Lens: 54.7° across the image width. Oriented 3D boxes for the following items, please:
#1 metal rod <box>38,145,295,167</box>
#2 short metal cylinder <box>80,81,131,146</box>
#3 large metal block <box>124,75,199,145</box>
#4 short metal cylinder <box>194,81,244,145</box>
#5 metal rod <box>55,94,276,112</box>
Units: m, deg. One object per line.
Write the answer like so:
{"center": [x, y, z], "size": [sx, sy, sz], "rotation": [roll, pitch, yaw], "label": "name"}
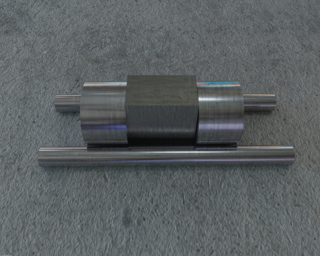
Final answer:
{"center": [0.008, 0.034, 0.376], "size": [0.302, 0.025, 0.025], "rotation": [0, 50, -1], "label": "metal rod"}
{"center": [-0.064, -0.018, 0.383], "size": [0.050, 0.080, 0.080], "rotation": [-1, 50, -1], "label": "short metal cylinder"}
{"center": [0.002, -0.018, 0.381], "size": [0.081, 0.080, 0.050], "rotation": [0, 50, 0], "label": "large metal block"}
{"center": [0.068, -0.018, 0.384], "size": [0.050, 0.080, 0.080], "rotation": [-1, 50, -1], "label": "short metal cylinder"}
{"center": [0.008, -0.035, 0.434], "size": [0.302, 0.025, 0.025], "rotation": [0, 50, -1], "label": "metal rod"}
